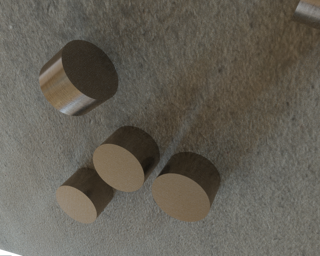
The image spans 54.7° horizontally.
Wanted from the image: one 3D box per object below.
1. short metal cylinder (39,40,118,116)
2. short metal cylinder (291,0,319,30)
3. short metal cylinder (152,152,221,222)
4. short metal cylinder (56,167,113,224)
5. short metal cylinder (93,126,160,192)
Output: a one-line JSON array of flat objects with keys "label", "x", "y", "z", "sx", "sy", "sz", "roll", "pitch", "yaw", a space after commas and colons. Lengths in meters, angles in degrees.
[{"label": "short metal cylinder", "x": -0.099, "y": -0.061, "z": 0.384, "sx": 0.050, "sy": 0.080, "sz": 0.080, "roll": -26, "pitch": 104, "yaw": 37}, {"label": "short metal cylinder", "x": 0.139, "y": -0.111, "z": 0.229, "sx": 0.050, "sy": 0.080, "sz": 0.079, "roll": 24, "pitch": 127, "yaw": 13}, {"label": "short metal cylinder", "x": 0.036, "y": 0.079, "z": 0.420, "sx": 0.080, "sy": 0.050, "sz": 0.079, "roll": 13, "pitch": 124, "yaw": 20}, {"label": "short metal cylinder", "x": -0.127, "y": 0.114, "z": 0.526, "sx": 0.080, "sy": 0.050, "sz": 0.079, "roll": 13, "pitch": 124, "yaw": 20}, {"label": "short metal cylinder", "x": -0.047, "y": 0.044, "z": 0.441, "sx": 0.080, "sy": 0.050, "sz": 0.079, "roll": 13, "pitch": 124, "yaw": 20}]
